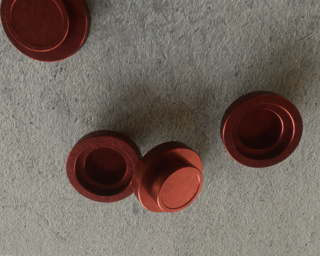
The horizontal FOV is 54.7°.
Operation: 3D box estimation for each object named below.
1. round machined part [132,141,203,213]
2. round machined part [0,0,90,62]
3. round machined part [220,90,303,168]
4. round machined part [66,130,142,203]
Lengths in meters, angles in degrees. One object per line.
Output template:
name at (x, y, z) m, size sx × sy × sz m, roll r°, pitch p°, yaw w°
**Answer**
round machined part at (0.016, 0.070, 0.404) m, size 0.099 × 0.042 × 0.097 m, roll -15°, pitch 120°, yaw -26°
round machined part at (-0.133, -0.124, 0.354) m, size 0.099 × 0.042 × 0.097 m, roll 0°, pitch 110°, yaw 0°
round machined part at (0.127, -0.001, 0.401) m, size 0.099 × 0.042 × 0.097 m, roll 0°, pitch 110°, yaw 0°
round machined part at (-0.071, 0.048, 0.418) m, size 0.099 × 0.042 × 0.097 m, roll 0°, pitch 110°, yaw 0°
